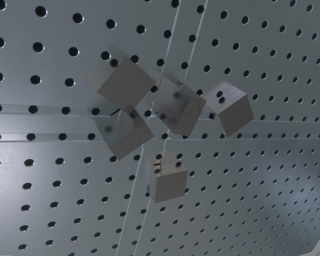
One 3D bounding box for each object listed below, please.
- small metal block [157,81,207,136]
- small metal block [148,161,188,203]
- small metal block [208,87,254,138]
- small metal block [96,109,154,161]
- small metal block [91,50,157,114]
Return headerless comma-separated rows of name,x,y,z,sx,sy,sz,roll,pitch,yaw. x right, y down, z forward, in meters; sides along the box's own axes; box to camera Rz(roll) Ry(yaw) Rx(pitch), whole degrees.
small metal block,0.026,-0.025,0.393,0.025,0.050,0.050,11,113,-33
small metal block,0.012,0.081,0.467,0.050,0.025,0.050,-9,122,-24
small metal block,0.105,-0.022,0.454,0.050,0.025,0.050,-35,129,-5
small metal block,-0.043,0.004,0.373,0.050,0.050,0.025,-34,129,-6
small metal block,-0.041,-0.052,0.356,0.050,0.025,0.050,-49,129,6
